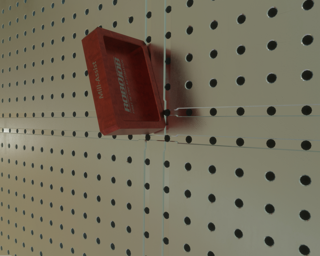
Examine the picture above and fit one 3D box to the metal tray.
[{"bbox_3d":[-0.045,-0.057,0.401,0.030,0.091,0.129,-22,76,38],"label":"metal tray"}]
